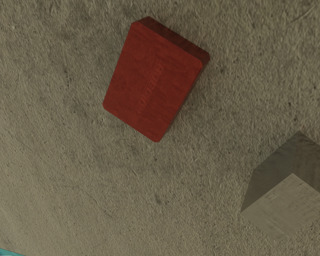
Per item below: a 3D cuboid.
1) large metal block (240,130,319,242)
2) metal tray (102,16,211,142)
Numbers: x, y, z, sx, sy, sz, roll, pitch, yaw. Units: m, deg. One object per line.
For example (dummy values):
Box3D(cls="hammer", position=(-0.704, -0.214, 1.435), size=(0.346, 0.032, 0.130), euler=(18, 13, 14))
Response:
Box3D(cls="large metal block", position=(0.140, 0.062, 0.336), size=(0.050, 0.080, 0.080), euler=(37, 129, 3))
Box3D(cls="metal tray", position=(-0.010, -0.054, 0.375), size=(0.090, 0.030, 0.129), euler=(34, 129, 6))
